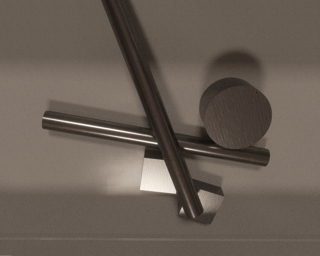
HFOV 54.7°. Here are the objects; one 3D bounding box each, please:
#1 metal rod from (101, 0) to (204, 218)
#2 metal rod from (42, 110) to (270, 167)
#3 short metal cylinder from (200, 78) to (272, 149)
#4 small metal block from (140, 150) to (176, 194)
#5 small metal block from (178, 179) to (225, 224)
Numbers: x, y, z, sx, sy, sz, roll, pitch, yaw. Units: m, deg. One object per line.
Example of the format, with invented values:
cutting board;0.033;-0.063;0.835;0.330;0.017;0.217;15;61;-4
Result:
metal rod;-0.007;-0.024;0.382;0.025;0.025;0.298;-20;102;7
metal rod;-0.002;0.015;0.416;0.302;0.025;0.025;10;110;-4
short metal cylinder;0.093;-0.020;0.392;0.081;0.050;0.079;0;110;-1
small metal block;0.000;0.061;0.434;0.050;0.025;0.050;7;110;-3
small metal block;0.059;0.107;0.452;0.050;0.025;0.050;18;109;-7
